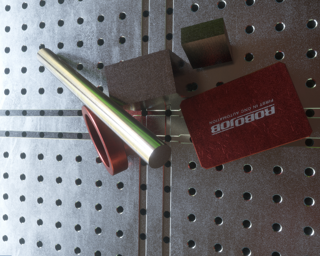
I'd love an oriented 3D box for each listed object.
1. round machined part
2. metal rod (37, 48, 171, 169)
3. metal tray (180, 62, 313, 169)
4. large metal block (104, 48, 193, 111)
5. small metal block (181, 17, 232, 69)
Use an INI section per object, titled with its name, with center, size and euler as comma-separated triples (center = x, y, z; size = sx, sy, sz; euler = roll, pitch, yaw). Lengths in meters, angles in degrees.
[round machined part]
center = -0.063, 0.009, 0.405
size = 0.042, 0.098, 0.098
euler = -24, 81, -19
[metal rod]
center = -0.088, -0.043, 0.375
size = 0.300, 0.025, 0.025
euler = 38, 103, 42
[metal tray]
center = 0.100, -0.012, 0.374
size = 0.130, 0.030, 0.090
euler = -21, 83, 18
[large metal block]
center = -0.010, -0.055, 0.386
size = 0.080, 0.080, 0.050
euler = -11, 86, 19
[small metal block]
center = 0.057, -0.101, 0.376
size = 0.050, 0.050, 0.025
euler = -9, 62, 19
